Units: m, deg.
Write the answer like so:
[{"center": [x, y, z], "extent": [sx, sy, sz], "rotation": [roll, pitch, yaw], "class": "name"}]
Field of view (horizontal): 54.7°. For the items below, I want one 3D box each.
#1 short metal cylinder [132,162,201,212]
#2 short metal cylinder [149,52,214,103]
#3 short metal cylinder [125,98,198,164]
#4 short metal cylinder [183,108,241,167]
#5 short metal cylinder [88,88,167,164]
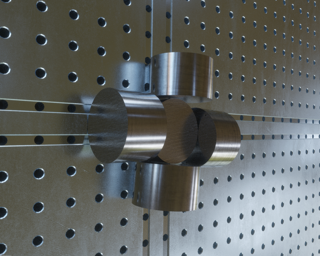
[{"center": [0.008, 0.068, 0.378], "extent": [0.081, 0.080, 0.050], "rotation": [8, 85, -40], "class": "short metal cylinder"}, {"center": [0.027, -0.061, 0.395], "extent": [0.081, 0.080, 0.050], "rotation": [4, 88, -40], "class": "short metal cylinder"}, {"center": [0.002, 0.004, 0.395], "extent": [0.081, 0.050, 0.080], "rotation": [0, 90, -41], "class": "short metal cylinder"}, {"center": [0.063, 0.014, 0.426], "extent": [0.050, 0.080, 0.080], "rotation": [5, 87, -40], "class": "short metal cylinder"}, {"center": [-0.038, -0.002, 0.341], "extent": [0.050, 0.080, 0.080], "rotation": [2, 89, -41], "class": "short metal cylinder"}]
